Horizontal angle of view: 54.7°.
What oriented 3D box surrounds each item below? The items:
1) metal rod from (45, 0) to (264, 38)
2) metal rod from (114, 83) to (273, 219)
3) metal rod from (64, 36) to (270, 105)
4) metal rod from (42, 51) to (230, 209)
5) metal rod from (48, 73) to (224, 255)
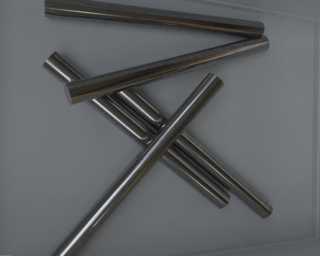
[{"bbox_3d":[0.007,-0.145,0.413,0.303,0.025,0.025,-1,91,-21],"label":"metal rod"},{"bbox_3d":[0.051,0.034,0.430,0.300,0.025,0.025,40,77,-16],"label":"metal rod"},{"bbox_3d":[0.027,-0.082,0.404,0.302,0.025,0.025,-19,97,-25],"label":"metal rod"},{"bbox_3d":[-0.019,0.012,0.404,0.300,0.025,0.025,40,77,-16],"label":"metal rod"},{"bbox_3d":[-0.027,0.050,0.379,0.025,0.025,0.300,43,84,-16],"label":"metal rod"}]
